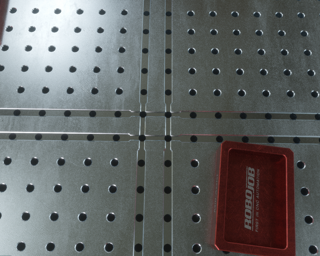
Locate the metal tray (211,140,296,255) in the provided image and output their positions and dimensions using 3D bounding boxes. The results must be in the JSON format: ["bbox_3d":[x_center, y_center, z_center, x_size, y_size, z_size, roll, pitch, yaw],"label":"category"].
[{"bbox_3d":[0.114,0.085,0.379,0.091,0.030,0.130,7,70,2],"label":"metal tray"}]
